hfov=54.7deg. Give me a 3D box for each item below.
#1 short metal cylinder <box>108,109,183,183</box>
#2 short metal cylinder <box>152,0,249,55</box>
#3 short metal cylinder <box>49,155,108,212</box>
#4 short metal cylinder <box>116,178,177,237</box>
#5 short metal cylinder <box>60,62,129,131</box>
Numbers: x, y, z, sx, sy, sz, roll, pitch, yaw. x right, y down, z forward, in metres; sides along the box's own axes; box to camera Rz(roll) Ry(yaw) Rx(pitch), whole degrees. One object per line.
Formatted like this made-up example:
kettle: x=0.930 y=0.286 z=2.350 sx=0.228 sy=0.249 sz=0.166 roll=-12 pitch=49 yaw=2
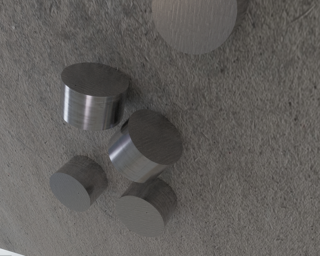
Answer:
short metal cylinder: x=-0.018 y=0.023 z=0.395 sx=0.080 sy=0.080 sz=0.050 roll=44 pitch=129 yaw=-3
short metal cylinder: x=0.039 y=-0.117 z=0.297 sx=0.080 sy=0.050 sz=0.079 roll=13 pitch=124 yaw=21
short metal cylinder: x=-0.136 y=0.093 z=0.520 sx=0.080 sy=0.050 sz=0.079 roll=13 pitch=124 yaw=21
short metal cylinder: x=-0.020 y=0.119 z=0.475 sx=0.080 sy=0.050 sz=0.079 roll=13 pitch=124 yaw=21
short metal cylinder: x=-0.083 y=-0.041 z=0.390 sx=0.080 sy=0.080 sz=0.050 roll=25 pitch=127 yaw=12
